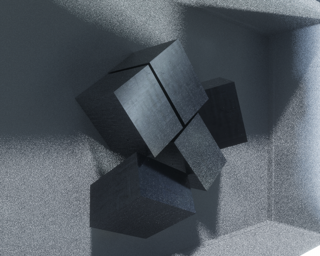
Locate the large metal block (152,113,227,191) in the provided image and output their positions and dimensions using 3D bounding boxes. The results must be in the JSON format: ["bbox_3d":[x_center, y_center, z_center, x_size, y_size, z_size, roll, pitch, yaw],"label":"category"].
[{"bbox_3d":[0.024,0.028,0.390,0.050,0.080,0.080,-49,120,-29],"label":"large metal block"}]

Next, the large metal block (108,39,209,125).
[{"bbox_3d":[-0.002,-0.050,0.368,0.050,0.080,0.080,-46,118,-30],"label":"large metal block"}]

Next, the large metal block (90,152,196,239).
[{"bbox_3d":[-0.021,0.079,0.345,0.080,0.080,0.050,28,38,-37],"label":"large metal block"}]

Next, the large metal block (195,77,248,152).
[{"bbox_3d":[0.076,-0.022,0.427,0.050,0.080,0.080,-16,103,2],"label":"large metal block"}]

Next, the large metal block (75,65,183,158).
[{"bbox_3d":[-0.034,-0.017,0.342,0.050,0.080,0.080,-45,118,-31],"label":"large metal block"}]
